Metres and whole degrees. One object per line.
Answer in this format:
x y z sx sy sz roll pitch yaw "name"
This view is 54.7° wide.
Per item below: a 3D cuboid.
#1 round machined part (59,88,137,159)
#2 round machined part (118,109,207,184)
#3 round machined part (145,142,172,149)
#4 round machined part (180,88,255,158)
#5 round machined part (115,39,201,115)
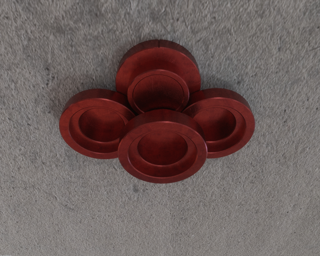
-0.071 -0.009 0.389 0.099 0.042 0.097 -1 130 0 "round machined part"
0.003 0.017 0.356 0.099 0.042 0.097 -1 131 0 "round machined part"
-0.003 0.027 0.421 0.099 0.042 0.097 -1 130 0 "round machined part"
0.065 -0.010 0.390 0.099 0.042 0.097 -1 130 0 "round machined part"
-0.002 -0.048 0.357 0.099 0.042 0.097 -1 130 0 "round machined part"
